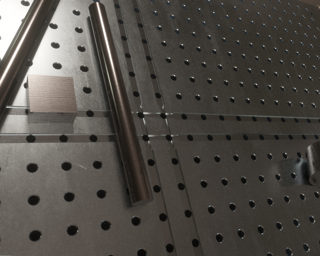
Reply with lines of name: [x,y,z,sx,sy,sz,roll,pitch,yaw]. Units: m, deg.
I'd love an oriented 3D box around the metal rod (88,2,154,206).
metal rod: [-0.057,-0.048,0.407,0.025,0.025,0.299,-2,63,-30]

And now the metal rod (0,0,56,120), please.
metal rod: [-0.169,-0.090,0.371,0.025,0.025,0.300,19,54,-18]

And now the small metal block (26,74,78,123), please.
small metal block: [-0.127,-0.033,0.361,0.050,0.025,0.050,0,62,-29]

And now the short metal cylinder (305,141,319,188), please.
short metal cylinder: [0.277,0.058,0.490,0.080,0.080,0.050,21,54,-16]
